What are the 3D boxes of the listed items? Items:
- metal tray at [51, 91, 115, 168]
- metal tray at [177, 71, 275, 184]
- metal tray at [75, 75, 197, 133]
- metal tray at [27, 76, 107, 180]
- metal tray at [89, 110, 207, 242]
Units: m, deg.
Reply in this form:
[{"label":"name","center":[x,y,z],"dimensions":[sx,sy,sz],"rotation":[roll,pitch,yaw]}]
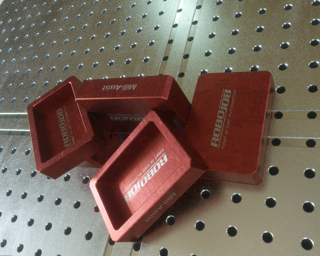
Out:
[{"label":"metal tray","center":[-0.116,-0.007,0.468],"dimensions":[0.090,0.030,0.130],"rotation":[-1,62,27]},{"label":"metal tray","center":[0.079,-0.005,0.365],"dimensions":[0.090,0.030,0.130],"rotation":[3,63,29]},{"label":"metal tray","center":[-0.029,-0.026,0.395],"dimensions":[0.130,0.090,0.030],"rotation":[2,63,28]},{"label":"metal tray","center":[-0.135,-0.004,0.436],"dimensions":[0.090,0.030,0.130],"rotation":[-32,52,6]},{"label":"metal tray","center":[-0.020,0.055,0.356],"dimensions":[0.130,0.030,0.090],"rotation":[-48,50,16]}]
